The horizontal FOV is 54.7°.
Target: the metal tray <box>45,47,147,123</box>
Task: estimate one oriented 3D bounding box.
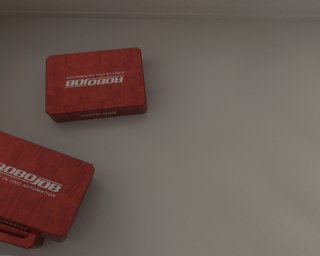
[{"bbox_3d":[-0.087,-0.060,0.428,0.131,0.030,0.090,-6,70,-3],"label":"metal tray"}]

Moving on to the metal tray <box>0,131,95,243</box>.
[{"bbox_3d":[-0.153,0.065,0.354,0.131,0.030,0.090,21,54,-5],"label":"metal tray"}]

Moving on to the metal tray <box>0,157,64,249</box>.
[{"bbox_3d":[-0.193,0.083,0.375,0.131,0.030,0.090,15,71,5],"label":"metal tray"}]
